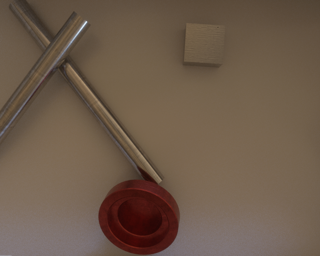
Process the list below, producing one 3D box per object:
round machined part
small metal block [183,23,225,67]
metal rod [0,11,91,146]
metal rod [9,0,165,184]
[{"bbox_3d":[-0.023,0.107,0.392,0.099,0.042,0.097,3,111,8],"label":"round machined part"},{"bbox_3d":[0.058,-0.109,0.412,0.050,0.025,0.050,3,90,-1],"label":"small metal block"},{"bbox_3d":[-0.189,-0.019,0.392,0.025,0.025,0.299,39,96,-1],"label":"metal rod"},{"bbox_3d":[-0.096,-0.045,0.410,0.025,0.025,0.300,-38,91,0],"label":"metal rod"}]
